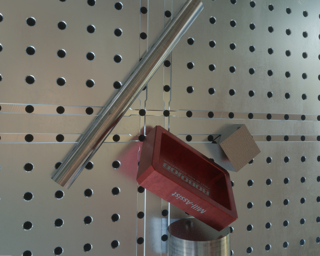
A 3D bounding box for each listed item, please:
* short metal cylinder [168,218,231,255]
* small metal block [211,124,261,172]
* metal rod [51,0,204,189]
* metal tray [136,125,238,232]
[{"bbox_3d":[0.051,0.155,0.403,0.081,0.080,0.050,-3,93,-20],"label":"short metal cylinder"},{"bbox_3d":[0.112,0.029,0.456,0.050,0.025,0.050,-36,102,-17],"label":"small metal block"},{"bbox_3d":[-0.035,-0.054,0.400,0.025,0.025,0.300,39,77,-16],"label":"metal rod"},{"bbox_3d":[0.036,0.062,0.393,0.130,0.090,0.030,34,119,-17],"label":"metal tray"}]
